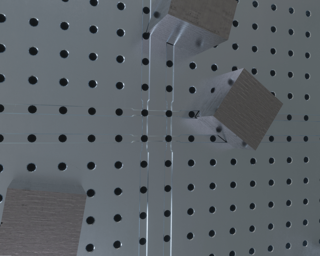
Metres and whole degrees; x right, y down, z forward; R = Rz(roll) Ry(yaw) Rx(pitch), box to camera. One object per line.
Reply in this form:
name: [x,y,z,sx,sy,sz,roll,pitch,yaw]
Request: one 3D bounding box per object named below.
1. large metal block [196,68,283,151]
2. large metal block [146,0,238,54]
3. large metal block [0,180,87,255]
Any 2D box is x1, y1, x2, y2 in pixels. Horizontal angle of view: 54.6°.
large metal block: [0.112,-0.025,0.440,0.080,0.050,0.080,37,78,-16]
large metal block: [0.038,-0.140,0.397,0.080,0.080,0.050,16,85,-19]
large metal block: [-0.133,0.107,0.350,0.081,0.050,0.080,10,87,-20]
